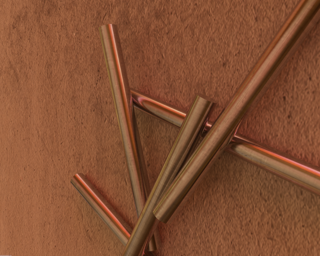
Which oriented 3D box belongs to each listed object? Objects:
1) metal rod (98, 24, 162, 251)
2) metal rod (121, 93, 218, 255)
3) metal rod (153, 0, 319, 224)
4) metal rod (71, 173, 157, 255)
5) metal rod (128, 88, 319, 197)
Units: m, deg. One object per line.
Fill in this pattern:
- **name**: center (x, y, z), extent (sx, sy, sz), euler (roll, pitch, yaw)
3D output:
- **metal rod**: center (-0.039, 0.013, 0.412), extent (0.025, 0.025, 0.298), euler (-11, 91, 39)
- **metal rod**: center (-0.007, 0.098, 0.375), extent (0.025, 0.025, 0.298), euler (36, 112, 34)
- **metal rod**: center (0.081, -0.022, 0.311), extent (0.025, 0.025, 0.299), euler (42, 107, 32)
- **metal rod**: center (-0.039, 0.162, 0.437), extent (0.300, 0.025, 0.025), euler (37, 113, 33)
- **metal rod**: center (0.064, 0.008, 0.352), extent (0.300, 0.025, 0.025), euler (26, 107, 37)
